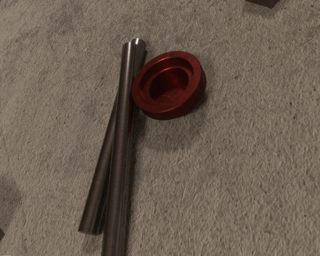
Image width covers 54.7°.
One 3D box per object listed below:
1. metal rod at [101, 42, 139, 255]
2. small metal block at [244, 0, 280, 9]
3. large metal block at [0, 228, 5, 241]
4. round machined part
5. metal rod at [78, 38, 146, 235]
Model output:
[{"bbox_3d":[-0.048,0.015,0.401,0.025,0.025,0.299,-9,63,23],"label":"metal rod"},{"bbox_3d":[0.156,-0.206,0.448,0.050,0.025,0.050,-47,52,-5],"label":"small metal block"},{"bbox_3d":[-0.280,0.138,0.428,0.080,0.080,0.050,27,77,37],"label":"large metal block"},{"bbox_3d":[0.016,-0.052,0.416,0.098,0.042,0.098,-13,56,20],"label":"round machined part"},{"bbox_3d":[-0.060,-0.005,0.437,0.025,0.025,0.299,-3,60,26],"label":"metal rod"}]
